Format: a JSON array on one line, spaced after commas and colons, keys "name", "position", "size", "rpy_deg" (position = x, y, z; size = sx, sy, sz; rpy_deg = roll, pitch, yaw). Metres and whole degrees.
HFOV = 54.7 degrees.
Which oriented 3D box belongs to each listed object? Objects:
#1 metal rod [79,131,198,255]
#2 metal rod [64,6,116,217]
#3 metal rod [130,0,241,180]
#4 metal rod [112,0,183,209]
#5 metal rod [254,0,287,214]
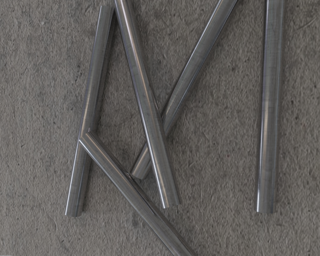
[{"name": "metal rod", "position": [-0.003, 0.123, 0.399], "size": [0.025, 0.025, 0.300], "rpy_deg": [-44, 81, 15]}, {"name": "metal rod", "position": [-0.100, -0.021, 0.444], "size": [0.025, 0.025, 0.298], "rpy_deg": [12, 94, 19]}, {"name": "metal rod", "position": [0.038, -0.068, 0.395], "size": [0.025, 0.025, 0.299], "rpy_deg": [30, 100, 17]}, {"name": "metal rod", "position": [-0.021, -0.050, 0.395], "size": [0.025, 0.025, 0.299], "rpy_deg": [-19, 76, 19]}, {"name": "metal rod", "position": [0.130, -0.052, 0.362], "size": [0.025, 0.025, 0.298], "rpy_deg": [3, 91, 20]}]
